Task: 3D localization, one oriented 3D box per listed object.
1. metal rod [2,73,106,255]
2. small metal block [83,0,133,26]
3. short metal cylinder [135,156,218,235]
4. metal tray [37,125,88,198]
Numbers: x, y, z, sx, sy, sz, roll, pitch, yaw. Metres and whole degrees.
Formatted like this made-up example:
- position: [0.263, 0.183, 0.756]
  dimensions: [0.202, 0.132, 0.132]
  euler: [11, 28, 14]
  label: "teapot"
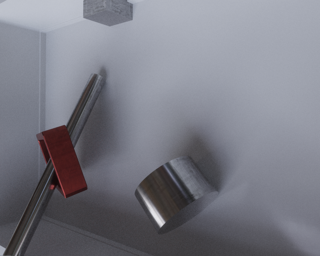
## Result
- position: [-0.150, 0.055, 0.447]
  dimensions: [0.025, 0.025, 0.299]
  euler: [9, 70, 39]
  label: "metal rod"
- position: [-0.075, -0.171, 0.450]
  dimensions: [0.050, 0.050, 0.025]
  euler: [1, 91, 39]
  label: "small metal block"
- position: [0.019, 0.077, 0.354]
  dimensions: [0.080, 0.081, 0.050]
  euler: [-51, 61, 28]
  label: "short metal cylinder"
- position: [-0.146, 0.045, 0.450]
  dimensions: [0.130, 0.030, 0.090]
  euler: [-6, 103, 65]
  label: "metal tray"
